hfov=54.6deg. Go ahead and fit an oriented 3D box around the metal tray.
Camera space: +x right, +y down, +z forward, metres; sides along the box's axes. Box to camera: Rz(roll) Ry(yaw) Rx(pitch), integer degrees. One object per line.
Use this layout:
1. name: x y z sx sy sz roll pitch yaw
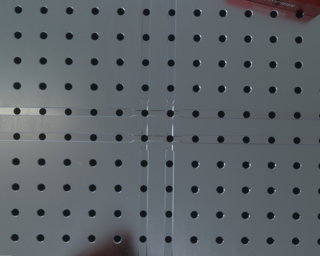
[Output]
1. metal tray: 0.166 -0.211 0.411 0.131 0.030 0.090 14 90 0
